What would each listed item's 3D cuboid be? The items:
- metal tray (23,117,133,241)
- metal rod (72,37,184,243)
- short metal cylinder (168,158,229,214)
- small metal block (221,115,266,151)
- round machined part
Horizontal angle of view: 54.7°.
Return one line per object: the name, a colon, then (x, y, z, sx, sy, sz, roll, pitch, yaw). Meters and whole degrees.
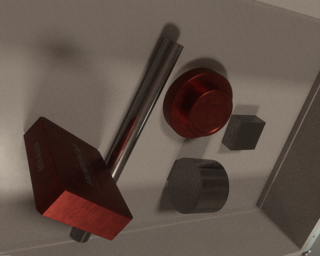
metal tray: (-0.089, 0.048, 0.323, 0.030, 0.130, 0.090, -47, 130, 4)
metal rod: (-0.049, 0.028, 0.400, 0.025, 0.025, 0.298, 15, 111, -35)
short metal cylinder: (0.055, 0.085, 0.458, 0.050, 0.080, 0.079, 8, 114, -32)
small metal block: (0.131, 0.007, 0.487, 0.050, 0.025, 0.050, 0, 118, -29)
round machined part: (0.057, -0.027, 0.414, 0.099, 0.042, 0.097, -14, 125, -21)
